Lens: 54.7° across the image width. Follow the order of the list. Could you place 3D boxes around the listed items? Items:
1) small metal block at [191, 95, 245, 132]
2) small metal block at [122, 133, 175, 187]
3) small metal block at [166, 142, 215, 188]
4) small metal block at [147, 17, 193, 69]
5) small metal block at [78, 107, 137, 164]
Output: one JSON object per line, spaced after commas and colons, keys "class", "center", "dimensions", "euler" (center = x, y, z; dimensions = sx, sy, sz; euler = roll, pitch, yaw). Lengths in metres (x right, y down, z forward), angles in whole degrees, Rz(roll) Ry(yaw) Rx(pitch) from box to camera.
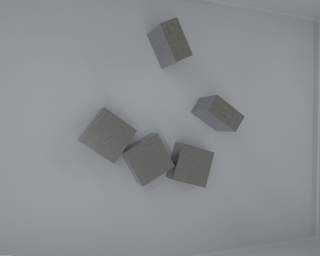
{"class": "small metal block", "center": [0.079, -0.019, 0.428], "dimensions": [0.050, 0.050, 0.025], "euler": [35, 79, -17]}
{"class": "small metal block", "center": [-0.017, 0.040, 0.405], "dimensions": [0.050, 0.025, 0.050], "euler": [-30, 100, -18]}
{"class": "small metal block", "center": [0.042, 0.051, 0.427], "dimensions": [0.050, 0.025, 0.050], "euler": [17, 84, -20]}
{"class": "small metal block", "center": [0.012, -0.109, 0.402], "dimensions": [0.025, 0.050, 0.050], "euler": [-27, 99, -18]}
{"class": "small metal block", "center": [-0.066, 0.009, 0.387], "dimensions": [0.050, 0.025, 0.050], "euler": [37, 78, -17]}
